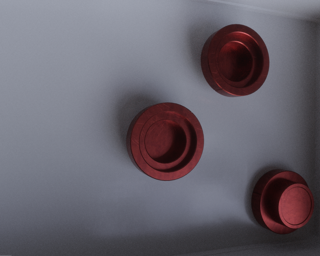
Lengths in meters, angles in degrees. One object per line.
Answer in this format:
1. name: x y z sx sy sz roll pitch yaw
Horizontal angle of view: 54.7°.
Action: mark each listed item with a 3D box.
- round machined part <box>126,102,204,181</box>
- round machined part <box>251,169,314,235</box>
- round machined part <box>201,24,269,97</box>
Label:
1. round machined part: 0.004 0.017 0.403 0.099 0.042 0.097 0 90 -20
2. round machined part: 0.193 0.114 0.473 0.099 0.042 0.097 0 90 -20
3. round machined part: 0.101 -0.092 0.438 0.099 0.042 0.097 0 90 -20
